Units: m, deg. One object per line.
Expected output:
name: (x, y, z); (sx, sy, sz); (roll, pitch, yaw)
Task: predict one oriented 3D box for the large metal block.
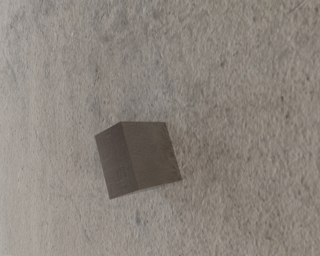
large metal block: (-0.026, 0.038, 0.389); (0.050, 0.081, 0.080); (-26, 74, 37)
